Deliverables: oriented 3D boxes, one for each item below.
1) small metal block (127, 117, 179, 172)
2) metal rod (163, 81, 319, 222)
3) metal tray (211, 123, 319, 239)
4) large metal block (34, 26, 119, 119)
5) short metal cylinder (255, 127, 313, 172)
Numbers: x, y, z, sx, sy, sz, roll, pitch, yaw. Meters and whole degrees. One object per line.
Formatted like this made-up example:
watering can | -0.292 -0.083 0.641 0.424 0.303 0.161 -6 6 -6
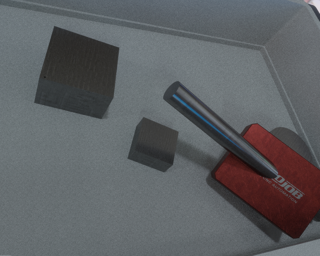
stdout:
small metal block | -0.008 0.021 0.390 0.050 0.025 0.050 23 53 -15
metal rod | 0.122 0.043 0.389 0.301 0.025 0.025 37 49 -24
metal tray | 0.145 0.067 0.404 0.130 0.030 0.090 38 85 4
large metal block | -0.099 -0.066 0.377 0.081 0.050 0.080 14 56 -21
short metal cylinder | 0.176 0.045 0.460 0.081 0.050 0.080 14 56 -21
